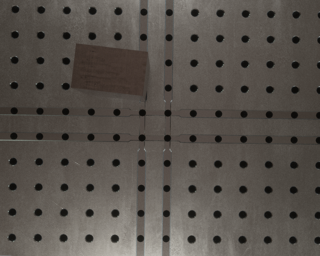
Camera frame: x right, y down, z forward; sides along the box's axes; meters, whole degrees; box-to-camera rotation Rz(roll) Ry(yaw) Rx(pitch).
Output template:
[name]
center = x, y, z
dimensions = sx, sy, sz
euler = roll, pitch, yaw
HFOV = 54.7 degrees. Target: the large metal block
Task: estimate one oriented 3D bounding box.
[large metal block]
center = -0.057, -0.065, 0.385
dimensions = 0.081, 0.080, 0.050
euler = 7, 90, -1
